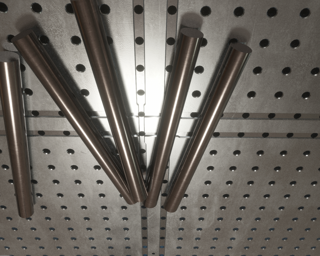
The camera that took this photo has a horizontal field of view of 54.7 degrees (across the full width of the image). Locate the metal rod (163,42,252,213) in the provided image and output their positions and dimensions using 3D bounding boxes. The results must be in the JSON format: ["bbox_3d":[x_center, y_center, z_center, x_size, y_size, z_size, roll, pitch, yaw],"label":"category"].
[{"bbox_3d":[0.053,0.022,0.431,0.025,0.025,0.298,10,129,-9],"label":"metal rod"}]

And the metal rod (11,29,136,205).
[{"bbox_3d":[-0.095,0.009,0.417,0.025,0.025,0.299,-16,129,12],"label":"metal rod"}]

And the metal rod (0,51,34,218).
[{"bbox_3d":[-0.199,0.032,0.436,0.025,0.025,0.298,9,130,-8],"label":"metal rod"}]

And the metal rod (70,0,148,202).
[{"bbox_3d":[-0.053,-0.011,0.391,0.025,0.025,0.298,-7,127,5],"label":"metal rod"}]

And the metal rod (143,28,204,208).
[{"bbox_3d":[0.008,0.011,0.421,0.025,0.025,0.298,7,130,-7],"label":"metal rod"}]
